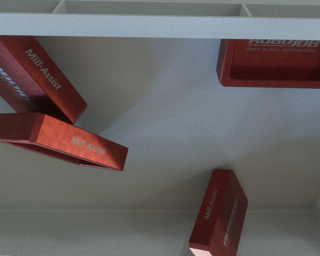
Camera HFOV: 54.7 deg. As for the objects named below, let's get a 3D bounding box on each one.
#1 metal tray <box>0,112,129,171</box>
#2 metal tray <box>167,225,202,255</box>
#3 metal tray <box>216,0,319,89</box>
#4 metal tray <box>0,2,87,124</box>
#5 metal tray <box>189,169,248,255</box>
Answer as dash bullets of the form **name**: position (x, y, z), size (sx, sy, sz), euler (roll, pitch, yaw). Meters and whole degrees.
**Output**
- **metal tray**: position (-0.113, 0.019, 0.365), size (0.090, 0.030, 0.130), euler (1, 162, 38)
- **metal tray**: position (0.081, 0.225, 0.601), size (0.131, 0.030, 0.089), euler (-2, 130, 1)
- **metal tray**: position (0.133, -0.088, 0.332), size (0.131, 0.030, 0.089), euler (1, 130, -2)
- **metal tray**: position (-0.149, -0.058, 0.328), size (0.090, 0.030, 0.130), euler (2, 138, 37)
- **metal tray**: position (0.091, 0.137, 0.456), size (0.030, 0.130, 0.090), euler (-4, 133, 35)
